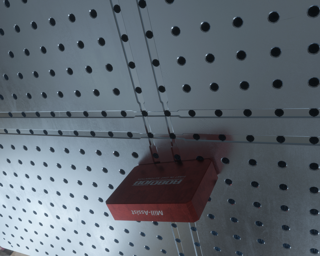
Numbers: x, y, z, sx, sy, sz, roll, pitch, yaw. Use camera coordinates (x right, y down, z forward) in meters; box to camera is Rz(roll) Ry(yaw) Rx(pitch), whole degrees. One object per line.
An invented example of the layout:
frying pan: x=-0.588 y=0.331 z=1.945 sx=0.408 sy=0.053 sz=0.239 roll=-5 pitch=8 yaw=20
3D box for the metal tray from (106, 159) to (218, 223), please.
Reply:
metal tray: x=0.003 y=0.084 z=0.419 sx=0.130 sy=0.090 sz=0.030 roll=-9 pitch=114 yaw=32
